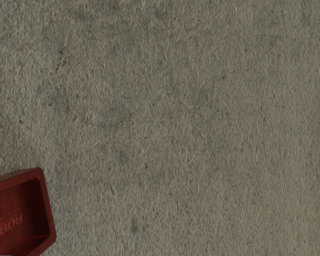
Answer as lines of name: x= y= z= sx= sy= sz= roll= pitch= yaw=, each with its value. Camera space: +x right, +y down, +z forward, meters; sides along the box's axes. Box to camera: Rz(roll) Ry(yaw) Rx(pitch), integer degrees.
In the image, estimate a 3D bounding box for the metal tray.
metal tray: x=-0.155 y=0.096 z=0.298 sx=0.030 sy=0.130 sz=0.089 roll=-9 pitch=94 yaw=14
